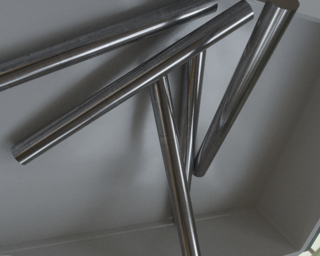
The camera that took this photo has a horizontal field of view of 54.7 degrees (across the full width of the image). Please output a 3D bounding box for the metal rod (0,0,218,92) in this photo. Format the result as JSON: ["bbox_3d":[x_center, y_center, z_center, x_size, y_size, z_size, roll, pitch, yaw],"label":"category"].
[{"bbox_3d":[-0.075,-0.083,0.316,0.302,0.025,0.025,-24,128,-14],"label":"metal rod"}]

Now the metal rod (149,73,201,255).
[{"bbox_3d":[0.024,0.077,0.395,0.025,0.025,0.298,-15,101,-21],"label":"metal rod"}]

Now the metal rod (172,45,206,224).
[{"bbox_3d":[0.039,0.029,0.449,0.025,0.025,0.298,-12,124,-22],"label":"metal rod"}]

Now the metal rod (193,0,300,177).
[{"bbox_3d":[0.079,-0.017,0.365,0.025,0.025,0.298,-17,150,-19],"label":"metal rod"}]

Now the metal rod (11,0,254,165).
[{"bbox_3d":[-0.030,-0.051,0.344,0.301,0.025,0.025,-33,129,0],"label":"metal rod"}]
